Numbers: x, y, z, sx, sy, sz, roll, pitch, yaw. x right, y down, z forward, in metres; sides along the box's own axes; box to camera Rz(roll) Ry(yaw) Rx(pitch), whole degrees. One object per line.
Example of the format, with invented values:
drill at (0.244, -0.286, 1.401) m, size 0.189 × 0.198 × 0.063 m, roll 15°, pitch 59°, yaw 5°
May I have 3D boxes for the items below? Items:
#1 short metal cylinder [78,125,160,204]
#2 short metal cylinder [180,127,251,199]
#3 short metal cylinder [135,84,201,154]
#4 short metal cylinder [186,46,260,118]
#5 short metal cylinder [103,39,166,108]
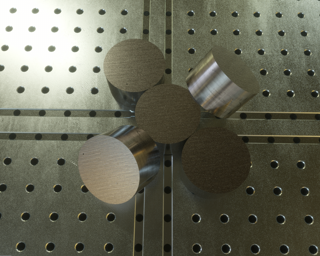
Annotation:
short metal cylinder at (-0.047, 0.041, 0.361) m, size 0.080 × 0.050 × 0.079 m, roll 7°, pitch 106°, yaw 24°
short metal cylinder at (0.065, 0.044, 0.383) m, size 0.081 × 0.050 × 0.080 m, roll 0°, pitch 70°, yaw 0°
short metal cylinder at (0.010, -0.010, 0.402) m, size 0.081 × 0.050 × 0.080 m, roll 0°, pitch 70°, yaw 0°
short metal cylinder at (0.081, -0.059, 0.399) m, size 0.080 × 0.050 × 0.080 m, roll 26°, pitch 40°, yaw -24°
short metal cylinder at (-0.033, -0.074, 0.425) m, size 0.081 × 0.050 × 0.080 m, roll 0°, pitch 70°, yaw 0°
